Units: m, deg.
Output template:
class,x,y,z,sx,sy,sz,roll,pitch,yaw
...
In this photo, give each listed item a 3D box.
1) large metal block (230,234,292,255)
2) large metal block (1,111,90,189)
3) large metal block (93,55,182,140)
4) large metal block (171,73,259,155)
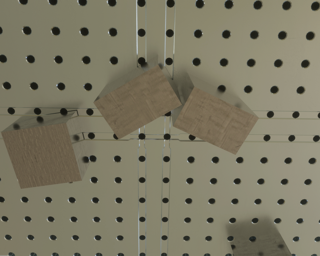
class,x,y,z,sx,sy,sz,roll,pitch,yaw
large metal block,0.161,0.222,0.484,0.080,0.050,0.079,-12,110,4
large metal block,-0.146,0.028,0.408,0.080,0.050,0.079,-8,110,2
large metal block,-0.024,-0.040,0.369,0.080,0.080,0.050,-29,108,10
large metal block,0.061,-0.020,0.378,0.080,0.080,0.050,24,108,-9
